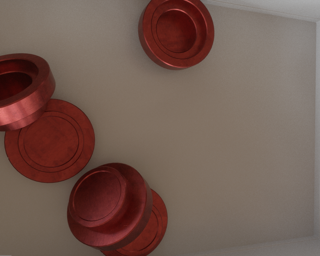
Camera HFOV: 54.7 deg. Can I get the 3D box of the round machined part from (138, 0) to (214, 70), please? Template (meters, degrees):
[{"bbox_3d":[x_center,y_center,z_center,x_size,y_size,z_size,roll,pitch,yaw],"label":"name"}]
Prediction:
[{"bbox_3d":[0.018,-0.124,0.408,0.099,0.042,0.097,0,90,-20],"label":"round machined part"}]

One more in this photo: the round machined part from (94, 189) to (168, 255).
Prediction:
[{"bbox_3d":[-0.036,0.119,0.388,0.099,0.042,0.097,0,90,-20],"label":"round machined part"}]

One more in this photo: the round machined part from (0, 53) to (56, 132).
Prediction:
[{"bbox_3d":[-0.158,-0.034,0.324,0.099,0.098,0.042,-25,137,-18],"label":"round machined part"}]

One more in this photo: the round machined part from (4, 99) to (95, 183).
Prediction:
[{"bbox_3d":[-0.124,0.015,0.356,0.099,0.042,0.097,0,90,-20],"label":"round machined part"}]

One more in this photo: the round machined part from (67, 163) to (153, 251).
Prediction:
[{"bbox_3d":[-0.061,0.082,0.348,0.098,0.098,0.042,-48,144,-14],"label":"round machined part"}]
